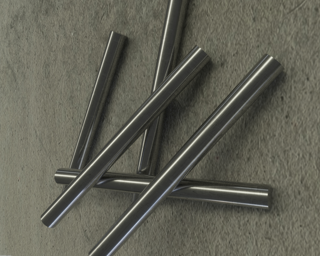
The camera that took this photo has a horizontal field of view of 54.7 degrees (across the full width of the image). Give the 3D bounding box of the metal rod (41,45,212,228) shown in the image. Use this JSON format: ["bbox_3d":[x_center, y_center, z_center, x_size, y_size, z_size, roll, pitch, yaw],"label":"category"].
[{"bbox_3d":[-0.049,0.018,0.391,0.299,0.025,0.025,-47,61,11],"label":"metal rod"}]

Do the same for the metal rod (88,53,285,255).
[{"bbox_3d":[0.020,0.045,0.341,0.299,0.025,0.025,-49,60,12],"label":"metal rod"}]

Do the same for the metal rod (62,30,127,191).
[{"bbox_3d":[-0.111,-0.005,0.493,0.025,0.025,0.298,33,110,35],"label":"metal rod"}]

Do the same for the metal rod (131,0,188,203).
[{"bbox_3d":[0.000,-0.043,0.402,0.025,0.025,0.298,18,101,38],"label":"metal rod"}]

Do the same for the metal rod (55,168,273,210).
[{"bbox_3d":[-0.018,0.071,0.388,0.300,0.025,0.025,-1,90,30],"label":"metal rod"}]
